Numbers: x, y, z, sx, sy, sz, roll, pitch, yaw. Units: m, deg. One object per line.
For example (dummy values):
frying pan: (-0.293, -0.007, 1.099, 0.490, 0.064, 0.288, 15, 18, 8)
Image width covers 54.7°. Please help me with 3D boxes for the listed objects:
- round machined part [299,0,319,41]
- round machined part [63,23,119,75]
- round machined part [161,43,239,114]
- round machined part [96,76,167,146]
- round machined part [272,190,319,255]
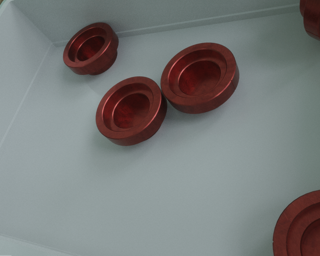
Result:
round machined part: (0.198, -0.147, 0.346, 0.098, 0.098, 0.042, -40, 48, 1)
round machined part: (-0.113, -0.130, 0.532, 0.098, 0.042, 0.098, -13, 56, 20)
round machined part: (0.054, -0.060, 0.402, 0.098, 0.042, 0.098, -13, 56, 20)
round machined part: (-0.035, -0.019, 0.423, 0.098, 0.042, 0.098, -13, 56, 20)
round machined part: (0.147, 0.103, 0.254, 0.098, 0.042, 0.098, -13, 56, 20)
